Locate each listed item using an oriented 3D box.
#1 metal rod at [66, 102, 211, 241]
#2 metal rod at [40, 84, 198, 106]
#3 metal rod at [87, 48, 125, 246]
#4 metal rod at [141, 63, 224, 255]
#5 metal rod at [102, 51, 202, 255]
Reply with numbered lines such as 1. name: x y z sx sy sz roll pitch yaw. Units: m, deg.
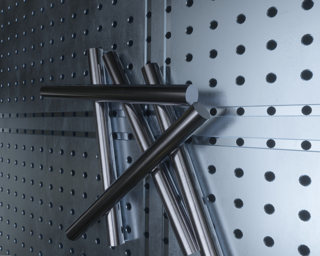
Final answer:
1. metal rod: -0.045 0.073 0.411 0.299 0.025 0.025 -45 63 30
2. metal rod: -0.080 -0.050 0.440 0.300 0.025 0.025 7 94 39
3. metal rod: -0.084 0.025 0.475 0.025 0.025 0.298 -12 82 39
4. metal rod: 0.031 0.056 0.382 0.025 0.025 0.299 -28 72 36
5. metal rod: -0.018 0.021 0.421 0.025 0.025 0.299 -37 68 33
